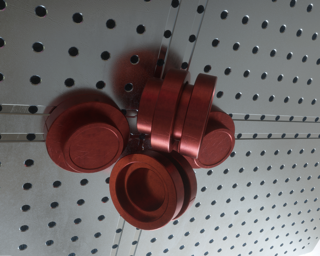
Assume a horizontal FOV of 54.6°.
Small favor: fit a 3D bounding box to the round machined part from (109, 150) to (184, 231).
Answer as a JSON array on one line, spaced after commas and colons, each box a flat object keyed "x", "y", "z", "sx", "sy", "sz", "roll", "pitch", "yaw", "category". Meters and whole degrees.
[{"x": -0.013, "y": 0.076, "z": 0.397, "sx": 0.042, "sy": 0.098, "sz": 0.097, "roll": -15, "pitch": 132, "yaw": -60, "category": "round machined part"}]

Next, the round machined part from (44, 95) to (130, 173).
[{"x": -0.081, "y": 0.014, "z": 0.363, "sx": 0.099, "sy": 0.042, "sz": 0.097, "roll": -14, "pitch": 124, "yaw": -21, "category": "round machined part"}]

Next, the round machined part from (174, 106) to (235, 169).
[{"x": 0.069, "y": 0.020, "z": 0.449, "sx": 0.099, "sy": 0.042, "sz": 0.097, "roll": -14, "pitch": 124, "yaw": -21, "category": "round machined part"}]

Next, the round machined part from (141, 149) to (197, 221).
[{"x": 0.006, "y": 0.074, "z": 0.424, "sx": 0.042, "sy": 0.098, "sz": 0.097, "roll": -14, "pitch": 131, "yaw": -60, "category": "round machined part"}]

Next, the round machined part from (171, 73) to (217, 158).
[{"x": 0.035, "y": -0.017, "z": 0.363, "sx": 0.042, "sy": 0.098, "sz": 0.097, "roll": 14, "pitch": 118, "yaw": 10, "category": "round machined part"}]

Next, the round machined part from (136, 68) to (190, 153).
[{"x": 0.003, "y": -0.023, "z": 0.366, "sx": 0.042, "sy": 0.098, "sz": 0.097, "roll": 14, "pitch": 118, "yaw": 10, "category": "round machined part"}]
